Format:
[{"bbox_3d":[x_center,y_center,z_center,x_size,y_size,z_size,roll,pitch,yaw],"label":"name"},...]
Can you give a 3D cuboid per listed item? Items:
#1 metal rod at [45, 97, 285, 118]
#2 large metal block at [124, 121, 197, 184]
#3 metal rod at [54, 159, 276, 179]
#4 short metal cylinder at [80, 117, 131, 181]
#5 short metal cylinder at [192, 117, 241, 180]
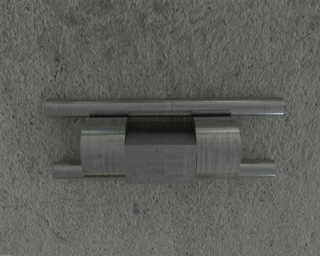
[{"bbox_3d":[0.007,-0.027,0.401,0.302,0.025,0.025,-1,110,0],"label":"metal rod"},{"bbox_3d":[0.001,0.028,0.389,0.081,0.080,0.050,0,110,0],"label":"large metal block"},{"bbox_3d":[0.007,0.058,0.432,0.302,0.025,0.025,-1,110,0],"label":"metal rod"},{"bbox_3d":[-0.065,0.026,0.390,0.050,0.080,0.079,-1,110,0],"label":"short metal cylinder"},{"bbox_3d":[0.067,0.025,0.391,0.050,0.080,0.079,-1,110,0],"label":"short metal cylinder"}]
